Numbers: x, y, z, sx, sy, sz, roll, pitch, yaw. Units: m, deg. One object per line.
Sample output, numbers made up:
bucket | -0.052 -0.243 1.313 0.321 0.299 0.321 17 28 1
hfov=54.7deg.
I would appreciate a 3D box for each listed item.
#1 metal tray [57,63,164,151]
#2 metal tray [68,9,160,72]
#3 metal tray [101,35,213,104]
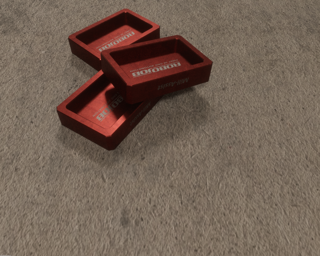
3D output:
metal tray | -0.064 -0.038 0.431 0.090 0.030 0.131 26 54 20
metal tray | -0.075 -0.151 0.525 0.090 0.030 0.131 36 58 26
metal tray | -0.005 -0.086 0.431 0.131 0.030 0.090 -19 49 -24
